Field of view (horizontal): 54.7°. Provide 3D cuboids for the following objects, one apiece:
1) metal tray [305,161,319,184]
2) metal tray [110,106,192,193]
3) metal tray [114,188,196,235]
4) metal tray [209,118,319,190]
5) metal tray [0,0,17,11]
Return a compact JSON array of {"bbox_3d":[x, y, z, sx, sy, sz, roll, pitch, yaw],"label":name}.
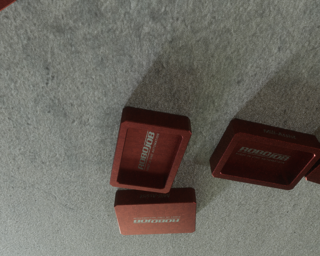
[{"bbox_3d":[0.277,0.034,0.437,0.091,0.030,0.129,18,128,-15],"label":"metal tray"},{"bbox_3d":[-0.017,0.036,0.433,0.091,0.030,0.129,9,130,-9],"label":"metal tray"},{"bbox_3d":[-0.006,0.143,0.526,0.131,0.030,0.089,-2,130,1],"label":"metal tray"},{"bbox_3d":[0.148,0.041,0.440,0.131,0.030,0.089,11,129,-10],"label":"metal tray"},{"bbox_3d":[-0.199,-0.154,0.269,0.090,0.030,0.130,-23,127,18],"label":"metal tray"}]
